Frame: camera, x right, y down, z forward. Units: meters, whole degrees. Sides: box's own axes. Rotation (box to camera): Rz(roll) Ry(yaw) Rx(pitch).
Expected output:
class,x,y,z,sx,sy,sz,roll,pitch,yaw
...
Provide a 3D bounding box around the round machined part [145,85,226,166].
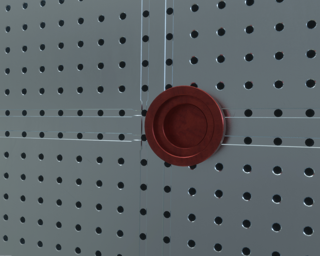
class,x,y,z,sx,sy,sz,roll,pitch,yaw
round machined part,0.034,-0.003,0.391,0.098,0.042,0.097,0,90,19
